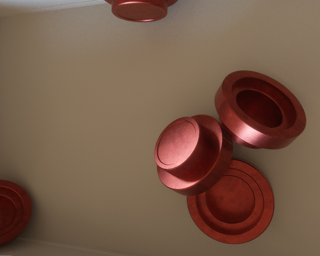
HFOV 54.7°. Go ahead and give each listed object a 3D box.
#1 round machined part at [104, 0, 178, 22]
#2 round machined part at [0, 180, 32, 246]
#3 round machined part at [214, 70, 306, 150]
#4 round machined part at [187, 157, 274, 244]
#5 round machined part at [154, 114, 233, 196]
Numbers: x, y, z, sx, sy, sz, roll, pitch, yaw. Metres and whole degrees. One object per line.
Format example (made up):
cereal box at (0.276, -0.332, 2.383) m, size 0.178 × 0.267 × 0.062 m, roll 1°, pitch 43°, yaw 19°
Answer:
round machined part at (-0.025, -0.161, 0.380) m, size 0.098 × 0.098 × 0.042 m, roll 1°, pitch 91°, yaw 20°
round machined part at (-0.250, 0.132, 0.470) m, size 0.098 × 0.099 × 0.042 m, roll 52°, pitch 139°, yaw 12°
round machined part at (0.106, -0.016, 0.345) m, size 0.098 × 0.099 × 0.042 m, roll 42°, pitch 139°, yaw 15°
round machined part at (0.085, 0.083, 0.371) m, size 0.098 × 0.042 × 0.097 m, roll 0°, pitch 90°, yaw 20°
round machined part at (0.032, 0.026, 0.362) m, size 0.098 × 0.042 × 0.098 m, roll -30°, pitch 42°, yaw 31°
